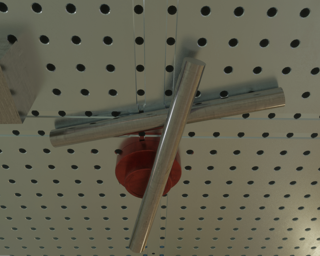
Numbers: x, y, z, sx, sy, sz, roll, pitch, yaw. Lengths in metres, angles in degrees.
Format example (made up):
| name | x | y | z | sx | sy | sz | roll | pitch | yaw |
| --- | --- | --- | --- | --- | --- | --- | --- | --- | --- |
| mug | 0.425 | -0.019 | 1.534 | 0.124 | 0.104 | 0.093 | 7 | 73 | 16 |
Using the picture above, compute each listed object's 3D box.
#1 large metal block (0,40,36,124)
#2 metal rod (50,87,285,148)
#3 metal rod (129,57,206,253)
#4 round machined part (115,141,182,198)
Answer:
| name | x | y | z | sx | sy | sz | roll | pitch | yaw |
| --- | --- | --- | --- | --- | --- | --- | --- | --- | --- |
| large metal block | -0.199 | -0.051 | 0.349 | 0.081 | 0.050 | 0.079 | 0 | 130 | 0 |
| metal rod | 0.003 | -0.012 | 0.401 | 0.301 | 0.025 | 0.025 | -10 | 130 | 8 |
| metal rod | 0.001 | 0.054 | 0.406 | 0.025 | 0.025 | 0.298 | 11 | 118 | -10 |
| round machined part | -0.017 | 0.068 | 0.459 | 0.099 | 0.042 | 0.097 | -1 | 130 | 0 |
